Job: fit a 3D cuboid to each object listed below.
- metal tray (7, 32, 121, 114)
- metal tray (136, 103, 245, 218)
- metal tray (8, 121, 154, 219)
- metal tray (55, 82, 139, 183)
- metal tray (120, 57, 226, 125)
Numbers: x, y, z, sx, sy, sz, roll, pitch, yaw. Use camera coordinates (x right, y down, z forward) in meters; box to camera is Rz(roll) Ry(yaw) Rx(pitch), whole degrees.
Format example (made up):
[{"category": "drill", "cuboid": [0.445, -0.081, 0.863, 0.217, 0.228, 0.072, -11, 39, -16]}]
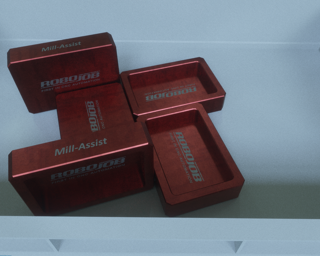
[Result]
[{"category": "metal tray", "cuboid": [-0.122, -0.073, 0.418, 0.131, 0.089, 0.030, -14, 52, -12]}, {"category": "metal tray", "cuboid": [0.031, 0.032, 0.373, 0.091, 0.030, 0.130, -13, 51, -12]}, {"category": "metal tray", "cuboid": [-0.073, 0.046, 0.320, 0.131, 0.089, 0.030, -13, 52, -12]}, {"category": "metal tray", "cuboid": [-0.079, 0.002, 0.396, 0.091, 0.030, 0.130, -13, 51, -12]}, {"category": "metal tray", "cuboid": [0.016, -0.053, 0.445, 0.131, 0.030, 0.090, -13, 51, -12]}]
